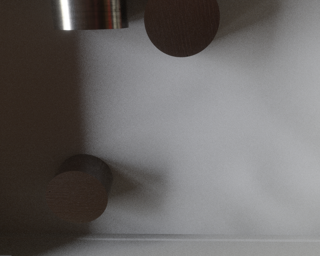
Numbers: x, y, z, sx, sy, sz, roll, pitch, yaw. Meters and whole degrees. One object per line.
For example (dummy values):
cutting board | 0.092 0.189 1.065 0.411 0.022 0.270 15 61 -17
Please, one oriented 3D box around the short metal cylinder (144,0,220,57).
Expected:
short metal cylinder | 0.023 -0.124 0.352 0.081 0.050 0.079 0 110 0

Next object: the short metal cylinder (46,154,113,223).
short metal cylinder | -0.109 0.083 0.427 0.081 0.050 0.079 0 110 0

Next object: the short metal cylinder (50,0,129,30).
short metal cylinder | -0.075 -0.133 0.332 0.080 0.080 0.050 -1 110 0
